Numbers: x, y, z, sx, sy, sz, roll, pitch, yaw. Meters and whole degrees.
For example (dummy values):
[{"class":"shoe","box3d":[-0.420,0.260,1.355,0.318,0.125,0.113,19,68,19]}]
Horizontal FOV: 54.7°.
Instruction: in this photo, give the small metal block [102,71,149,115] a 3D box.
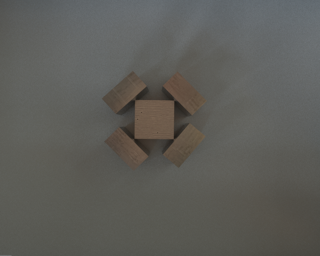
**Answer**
[{"class":"small metal block","box3d":[-0.042,-0.043,0.396,0.050,0.050,0.025,-42,90,1]}]

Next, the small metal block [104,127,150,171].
[{"class":"small metal block","box3d":[-0.040,0.025,0.397,0.025,0.050,0.050,-45,90,1]}]

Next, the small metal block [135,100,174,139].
[{"class":"small metal block","box3d":[-0.007,-0.011,0.409,0.050,0.025,0.050,1,90,0]}]

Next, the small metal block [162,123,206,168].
[{"class":"small metal block","box3d":[0.029,0.021,0.397,0.025,0.050,0.050,40,89,-1]}]

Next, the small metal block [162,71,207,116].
[{"class":"small metal block","box3d":[0.029,-0.042,0.397,0.025,0.050,0.050,-45,91,-1]}]
